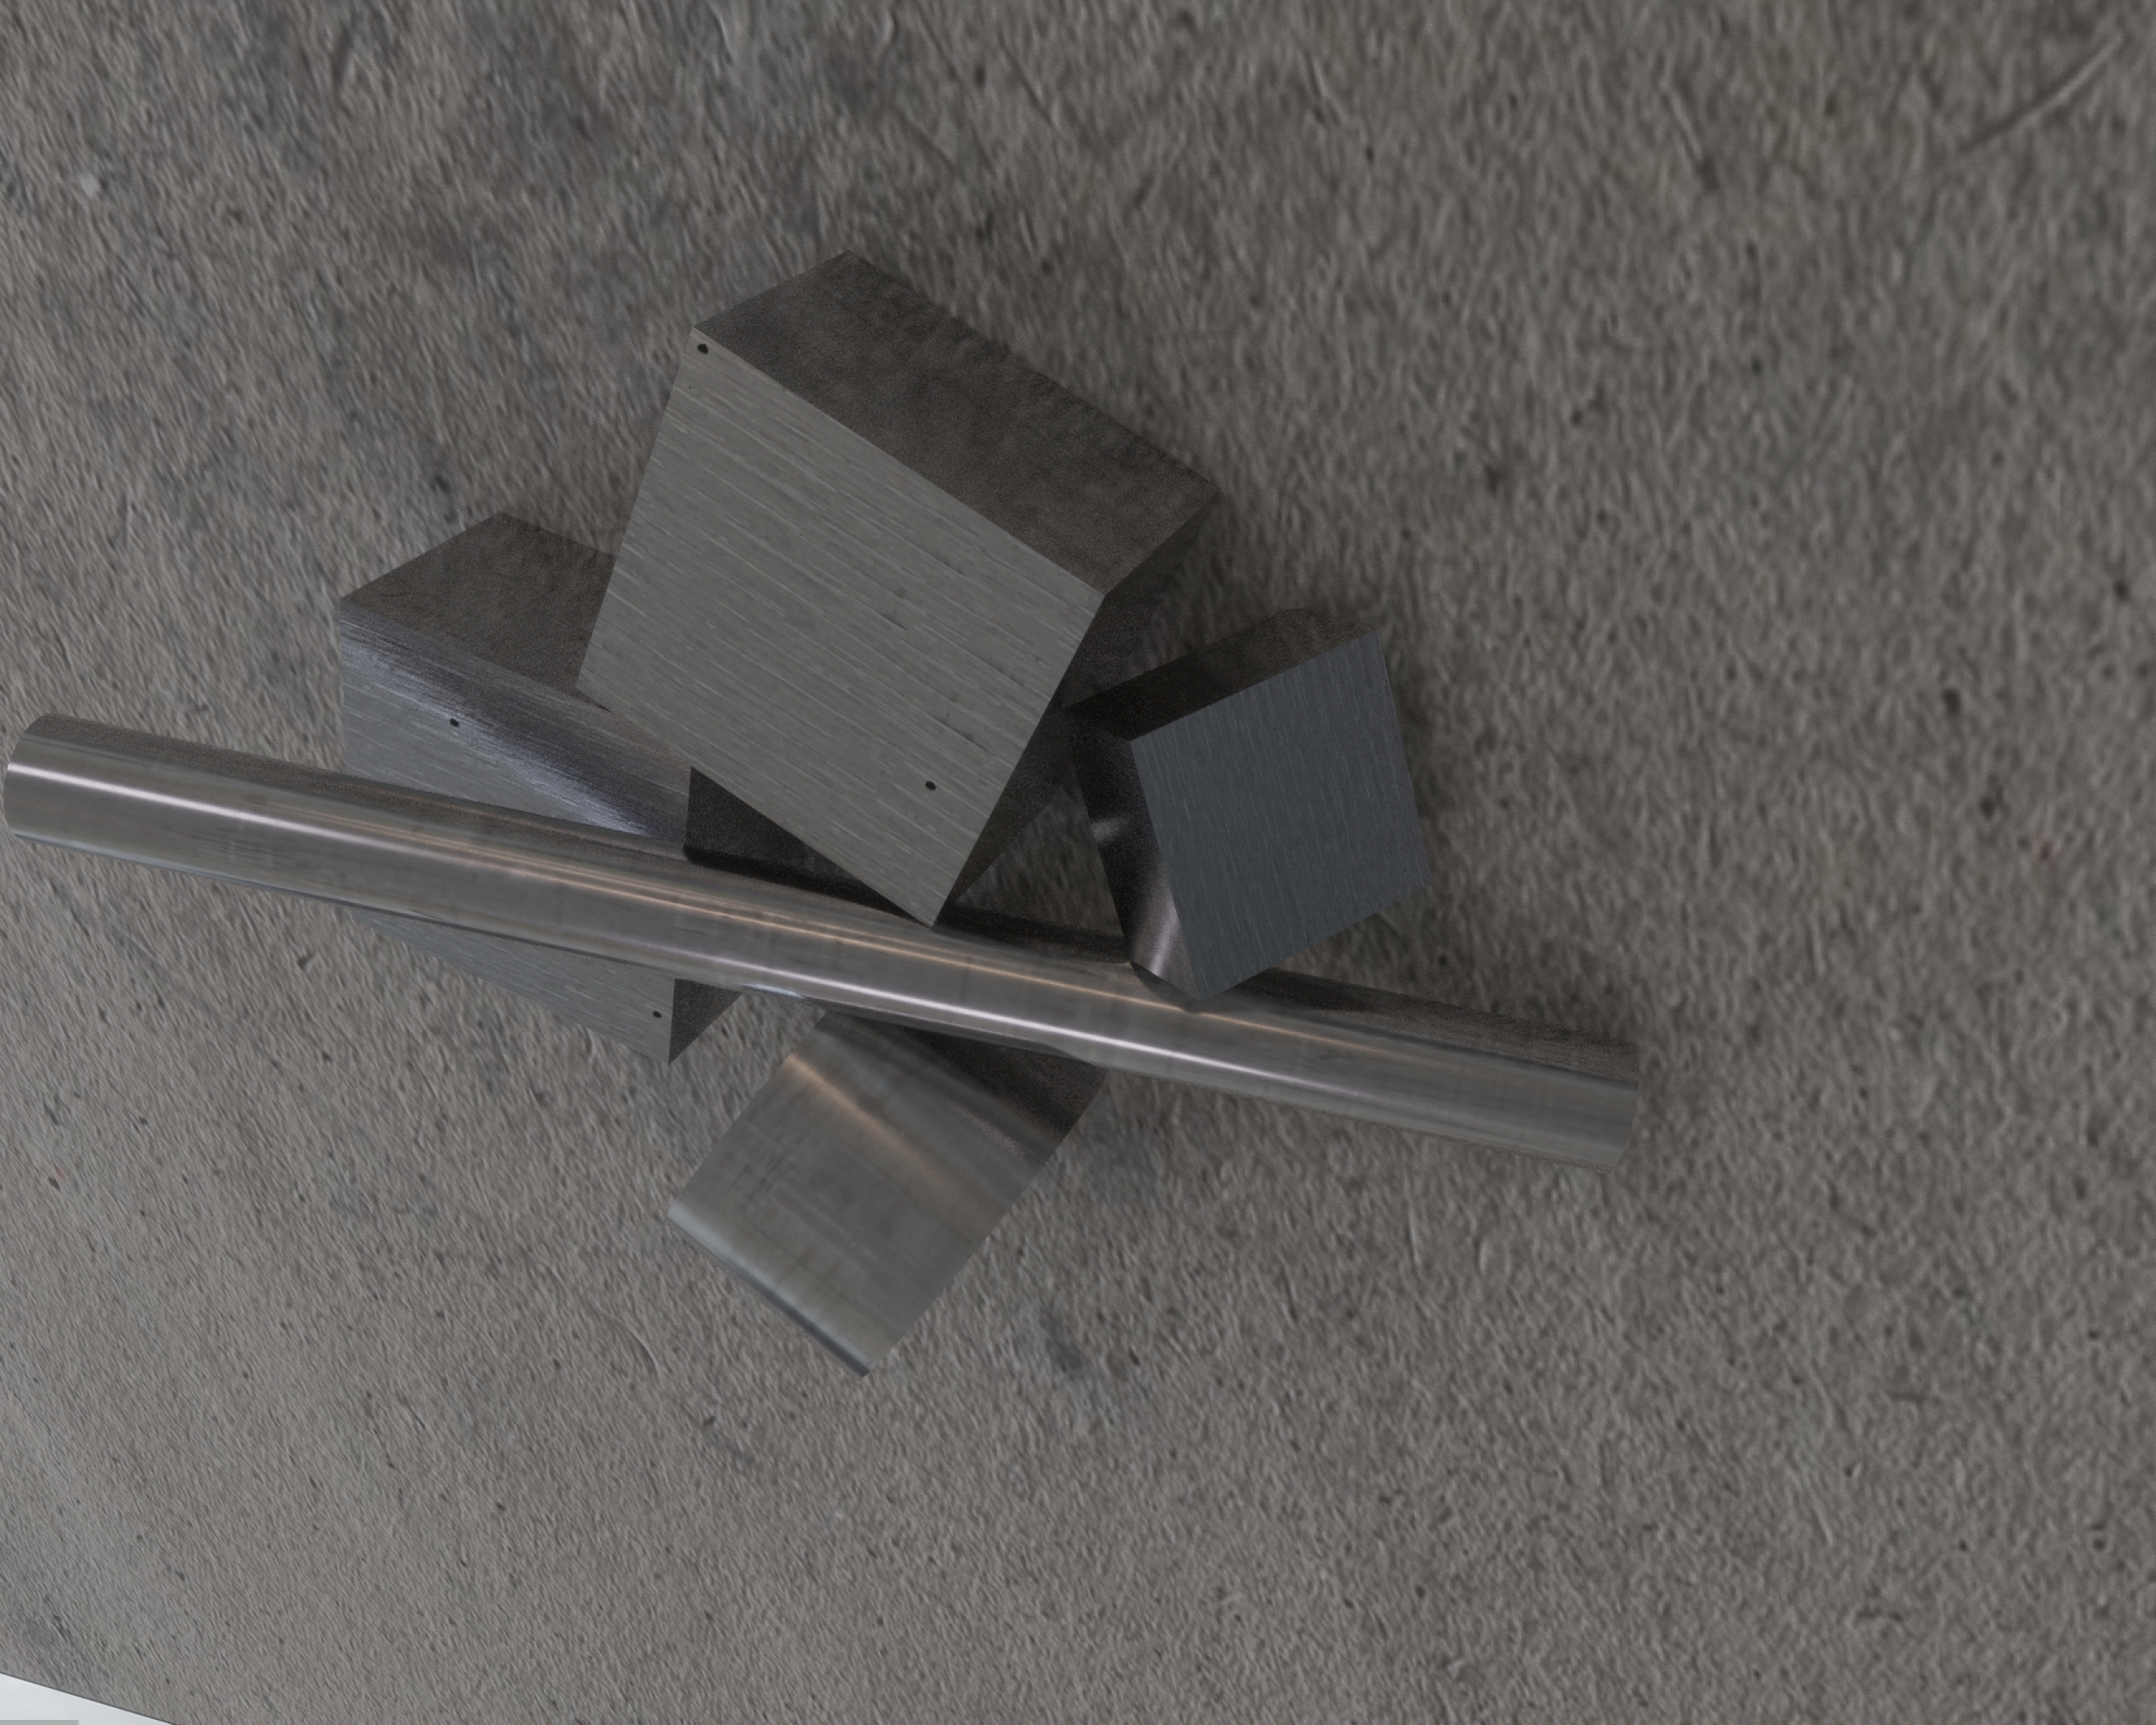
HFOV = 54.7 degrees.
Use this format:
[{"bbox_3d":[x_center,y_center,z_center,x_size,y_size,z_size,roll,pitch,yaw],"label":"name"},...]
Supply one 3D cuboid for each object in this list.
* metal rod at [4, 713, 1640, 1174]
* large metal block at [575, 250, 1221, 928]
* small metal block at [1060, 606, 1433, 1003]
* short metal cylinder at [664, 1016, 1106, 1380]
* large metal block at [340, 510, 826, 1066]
[{"bbox_3d":[-0.048,0.015,0.389,0.302,0.025,0.025,12,125,2],"label":"metal rod"},{"bbox_3d":[-0.034,-0.049,0.376,0.080,0.050,0.079,34,129,5],"label":"large metal block"},{"bbox_3d":[0.030,-0.011,0.366,0.025,0.050,0.050,29,140,58],"label":"small metal block"},{"bbox_3d":[-0.039,0.058,0.429,0.050,0.080,0.080,39,129,1],"label":"short metal cylinder"},{"bbox_3d":[-0.103,-0.016,0.436,0.080,0.050,0.079,23,127,14],"label":"large metal block"}]
